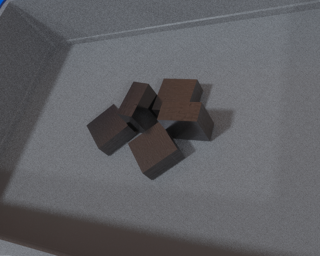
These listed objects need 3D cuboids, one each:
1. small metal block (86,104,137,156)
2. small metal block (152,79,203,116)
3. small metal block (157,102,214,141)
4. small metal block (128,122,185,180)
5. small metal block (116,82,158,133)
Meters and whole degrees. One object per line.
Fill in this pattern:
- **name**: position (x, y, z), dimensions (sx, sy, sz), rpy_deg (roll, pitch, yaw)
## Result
- **small metal block**: position (-0.069, 0.002, 0.436), dimensions (0.050, 0.025, 0.050), rpy_deg (-38, 51, 2)
- **small metal block**: position (0.024, -0.038, 0.413), dimensions (0.050, 0.025, 0.050), rpy_deg (7, 65, 30)
- **small metal block**: position (0.032, -0.008, 0.374), dimensions (0.050, 0.050, 0.025), rpy_deg (3, 64, 29)
- **small metal block**: position (-0.005, 0.028, 0.387), dimensions (0.050, 0.025, 0.050), rpy_deg (-35, 52, 4)
- **small metal block**: position (-0.025, -0.026, 0.414), dimensions (0.025, 0.050, 0.050), rpy_deg (13, 69, 33)
